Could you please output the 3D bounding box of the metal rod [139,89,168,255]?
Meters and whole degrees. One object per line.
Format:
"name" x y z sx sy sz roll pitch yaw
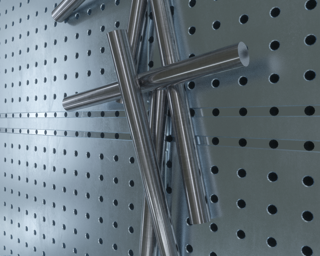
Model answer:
"metal rod" -0.011 0.098 0.419 0.025 0.025 0.298 7 95 40

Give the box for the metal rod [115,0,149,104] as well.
"metal rod" -0.027 -0.182 0.432 0.025 0.025 0.298 17 101 39

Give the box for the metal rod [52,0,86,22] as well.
"metal rod" -0.085 -0.232 0.458 0.299 0.025 0.025 -15 80 46

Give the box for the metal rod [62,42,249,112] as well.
"metal rod" -0.031 -0.056 0.402 0.300 0.025 0.025 -9 85 39

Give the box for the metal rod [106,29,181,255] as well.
"metal rod" -0.017 0.032 0.382 0.025 0.025 0.298 -8 98 40

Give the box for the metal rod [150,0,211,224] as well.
"metal rod" 0.023 -0.034 0.391 0.025 0.025 0.299 -17 80 39
